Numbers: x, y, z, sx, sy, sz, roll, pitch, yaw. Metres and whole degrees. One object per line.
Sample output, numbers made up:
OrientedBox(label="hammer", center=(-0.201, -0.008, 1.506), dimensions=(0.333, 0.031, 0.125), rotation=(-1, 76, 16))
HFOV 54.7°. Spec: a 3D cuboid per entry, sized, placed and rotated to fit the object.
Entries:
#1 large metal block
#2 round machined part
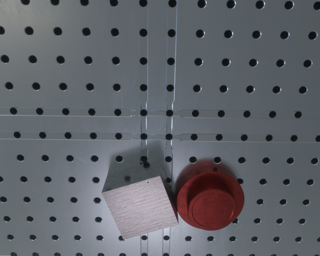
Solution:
OrientedBox(label="large metal block", center=(-0.025, 0.099, 0.436), dimensions=(0.080, 0.050, 0.080), rotation=(-17, 109, 6))
OrientedBox(label="round machined part", center=(0.072, 0.107, 0.444), dimensions=(0.099, 0.042, 0.097), rotation=(0, 110, 0))
